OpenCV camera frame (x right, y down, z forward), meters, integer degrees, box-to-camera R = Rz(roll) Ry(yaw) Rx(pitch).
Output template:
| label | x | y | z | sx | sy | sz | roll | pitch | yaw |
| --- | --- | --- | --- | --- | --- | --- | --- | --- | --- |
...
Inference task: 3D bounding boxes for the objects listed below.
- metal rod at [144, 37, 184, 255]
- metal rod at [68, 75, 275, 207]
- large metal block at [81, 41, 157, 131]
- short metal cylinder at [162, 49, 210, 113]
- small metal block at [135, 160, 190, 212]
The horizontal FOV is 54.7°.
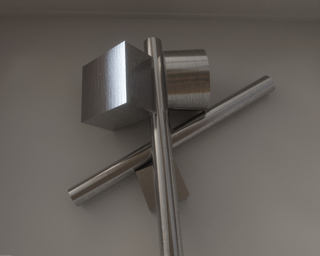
| label | x | y | z | sx | sy | sz | roll | pitch | yaw |
| --- | --- | --- | --- | --- | --- | --- | --- | --- | --- |
| metal rod | 0.002 | 0.022 | 0.373 | 0.025 | 0.025 | 0.299 | -4 | 69 | -2 |
| metal rod | 0.023 | 0.011 | 0.403 | 0.302 | 0.025 | 0.025 | -30 | 73 | -11 |
| large metal block | -0.053 | -0.049 | 0.392 | 0.080 | 0.050 | 0.080 | -19 | 65 | 36 |
| short metal cylinder | 0.031 | -0.060 | 0.401 | 0.050 | 0.080 | 0.080 | -4 | 70 | -3 |
| small metal block | 0.003 | 0.071 | 0.382 | 0.050 | 0.025 | 0.050 | -20 | 71 | -8 |
